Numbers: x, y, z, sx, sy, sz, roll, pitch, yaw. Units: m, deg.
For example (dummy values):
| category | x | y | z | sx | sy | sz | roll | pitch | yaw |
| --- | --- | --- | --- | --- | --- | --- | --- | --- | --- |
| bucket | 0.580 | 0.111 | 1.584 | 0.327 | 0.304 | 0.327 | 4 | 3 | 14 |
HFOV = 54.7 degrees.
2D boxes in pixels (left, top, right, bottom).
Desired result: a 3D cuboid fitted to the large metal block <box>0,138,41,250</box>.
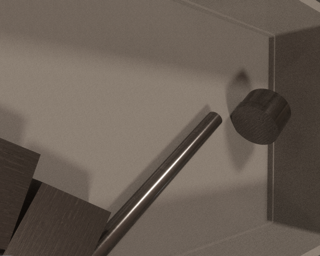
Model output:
| category | x | y | z | sx | sy | sz | roll | pitch | yaw |
| --- | --- | --- | --- | --- | --- | --- | --- | --- | --- |
| large metal block | -0.156 | 0.047 | 0.247 | 0.080 | 0.050 | 0.080 | 32 | 54 | -36 |

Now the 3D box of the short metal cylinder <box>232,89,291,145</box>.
| category | x | y | z | sx | sy | sz | roll | pitch | yaw |
| --- | --- | --- | --- | --- | --- | --- | --- | --- | --- |
| short metal cylinder | 0.168 | -0.018 | 0.515 | 0.050 | 0.080 | 0.080 | -46 | 118 | -30 |

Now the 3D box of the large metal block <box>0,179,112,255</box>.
| category | x | y | z | sx | sy | sz | roll | pitch | yaw |
| --- | --- | --- | --- | --- | --- | --- | --- | --- | --- |
| large metal block | -0.108 | 0.102 | 0.301 | 0.080 | 0.050 | 0.080 | 37 | 67 | -34 |

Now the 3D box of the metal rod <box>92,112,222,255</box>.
| category | x | y | z | sx | sy | sz | roll | pitch | yaw |
| --- | --- | --- | --- | --- | --- | --- | --- | --- | --- |
| metal rod | -0.007 | 0.075 | 0.403 | 0.301 | 0.025 | 0.025 | -44 | 117 | -31 |
